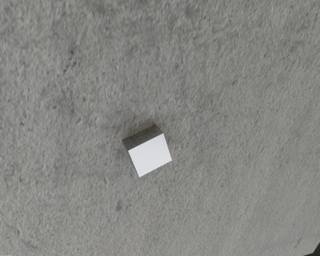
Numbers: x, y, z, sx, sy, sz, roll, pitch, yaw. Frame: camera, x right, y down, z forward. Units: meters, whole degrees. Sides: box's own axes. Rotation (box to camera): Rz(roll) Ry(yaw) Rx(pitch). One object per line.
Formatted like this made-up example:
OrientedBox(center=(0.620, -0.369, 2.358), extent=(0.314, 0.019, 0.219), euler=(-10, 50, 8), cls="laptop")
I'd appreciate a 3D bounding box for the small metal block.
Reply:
OrientedBox(center=(-0.017, 0.031, 0.416), extent=(0.050, 0.025, 0.050), euler=(-26, 128, -12), cls="small metal block")
